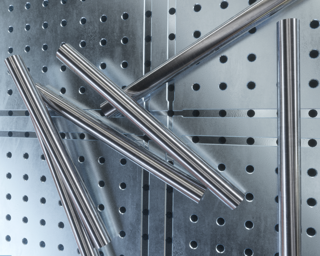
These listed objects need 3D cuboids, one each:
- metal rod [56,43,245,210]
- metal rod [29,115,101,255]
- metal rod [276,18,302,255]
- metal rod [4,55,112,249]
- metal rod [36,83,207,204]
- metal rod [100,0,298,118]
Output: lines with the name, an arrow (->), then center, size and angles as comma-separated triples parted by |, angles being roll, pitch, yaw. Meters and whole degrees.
metal rod -> -0.017, -0.007, 0.398 | 0.300, 0.025, 0.025 | 41, 103, 7
metal rod -> -0.131, 0.112, 0.459 | 0.025, 0.025, 0.299 | -26, 82, 18
metal rod -> 0.150, 0.026, 0.359 | 0.025, 0.025, 0.298 | -1, 90, 20
metal rod -> -0.148, 0.032, 0.448 | 0.025, 0.025, 0.299 | -28, 87, 18
metal rod -> -0.069, 0.013, 0.437 | 0.300, 0.025, 0.025 | 30, 100, 17
metal rod -> 0.047, -0.097, 0.396 | 0.300, 0.025, 0.025 | -30, 80, 17
